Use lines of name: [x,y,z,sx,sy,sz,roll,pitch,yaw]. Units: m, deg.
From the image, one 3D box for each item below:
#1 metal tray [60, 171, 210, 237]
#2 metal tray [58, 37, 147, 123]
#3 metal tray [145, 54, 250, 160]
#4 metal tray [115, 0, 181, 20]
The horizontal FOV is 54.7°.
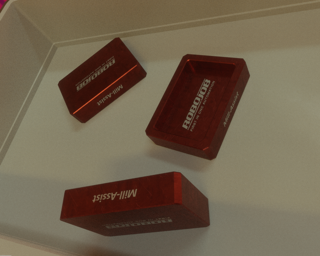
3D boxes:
metal tray: [-0.024,0.085,0.324,0.130,0.090,0.030,-13,57,21]
metal tray: [-0.096,-0.079,0.502,0.130,0.030,0.090,-37,51,3]
metal tray: [0.049,-0.032,0.396,0.090,0.030,0.130,14,69,33]
metal tray: [-0.016,-0.253,0.569,0.130,0.030,0.090,32,79,38]
